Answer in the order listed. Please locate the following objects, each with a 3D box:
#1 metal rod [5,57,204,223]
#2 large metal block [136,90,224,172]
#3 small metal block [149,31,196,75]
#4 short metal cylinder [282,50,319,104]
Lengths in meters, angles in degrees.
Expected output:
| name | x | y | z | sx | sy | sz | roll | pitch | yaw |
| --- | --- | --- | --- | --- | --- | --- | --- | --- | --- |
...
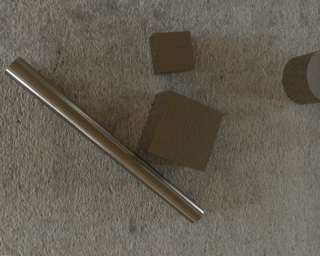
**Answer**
| name | x | y | z | sx | sy | sz | roll | pitch | yaw |
| --- | --- | --- | --- | --- | --- | --- | --- | --- | --- |
| metal rod | -0.057 | 0.025 | 0.388 | 0.300 | 0.025 | 0.025 | 42 | 77 | -16 |
| large metal block | 0.026 | 0.005 | 0.406 | 0.080 | 0.050 | 0.080 | 22 | 83 | -19 |
| small metal block | 0.016 | -0.101 | 0.416 | 0.050 | 0.025 | 0.050 | -10 | 94 | -20 |
| short metal cylinder | 0.243 | -0.079 | 0.487 | 0.081 | 0.050 | 0.079 | 0 | 90 | -21 |
